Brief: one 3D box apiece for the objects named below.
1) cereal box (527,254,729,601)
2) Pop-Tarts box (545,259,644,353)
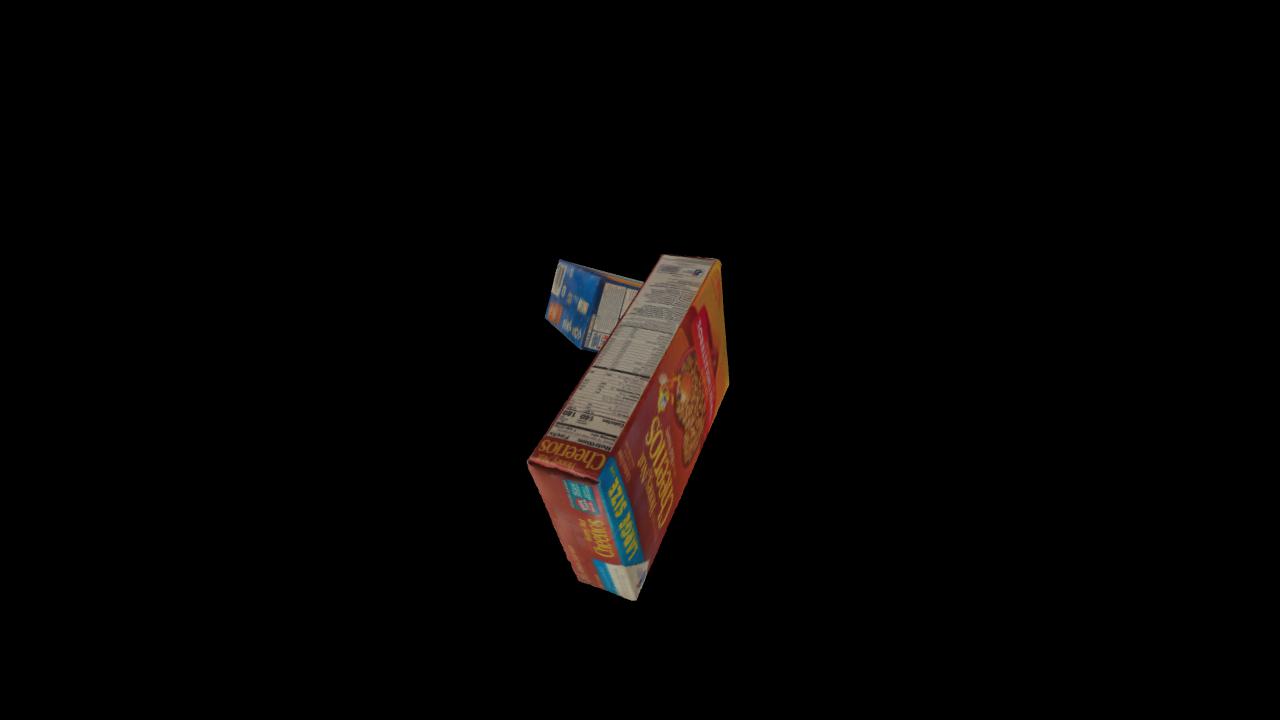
[{"bbox_3d":[0.011,0.060,0.636,0.081,0.203,0.306,10,46,22],"label":"cereal box"},{"bbox_3d":[-0.022,-0.056,0.740,0.141,0.083,0.167,11,11,-25],"label":"Pop-Tarts box"}]
